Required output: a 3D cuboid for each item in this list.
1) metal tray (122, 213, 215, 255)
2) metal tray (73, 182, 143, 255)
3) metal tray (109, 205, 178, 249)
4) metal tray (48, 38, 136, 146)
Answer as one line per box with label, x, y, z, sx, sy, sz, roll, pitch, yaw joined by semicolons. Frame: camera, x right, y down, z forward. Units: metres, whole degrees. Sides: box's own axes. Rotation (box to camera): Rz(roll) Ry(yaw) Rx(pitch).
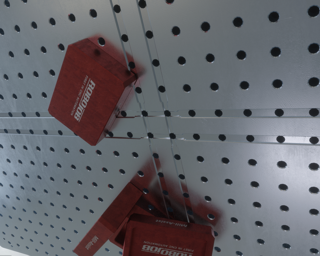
metal tray;0.011;0.188;0.473;0.131;0.030;0.089;9;97;4
metal tray;-0.086;0.155;0.510;0.030;0.090;0.129;39;129;2
metal tray;-0.014;0.193;0.527;0.130;0.030;0.089;31;129;1
metal tray;-0.099;-0.045;0.433;0.090;0.030;0.129;37;129;3
